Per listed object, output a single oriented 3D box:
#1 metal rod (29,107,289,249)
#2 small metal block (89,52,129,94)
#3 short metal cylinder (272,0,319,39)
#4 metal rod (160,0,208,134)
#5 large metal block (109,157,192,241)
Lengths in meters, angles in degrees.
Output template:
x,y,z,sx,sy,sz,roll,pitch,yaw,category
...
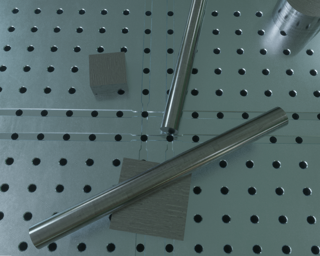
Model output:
x,y,z,sx,sy,sz,roll,pitch,yaw,category
0.008,0.049,0.340,0.302,0.025,0.025,-25,72,-9,metal rod
-0.072,-0.078,0.440,0.050,0.025,0.050,-6,70,-2,small metal block
0.218,-0.184,0.467,0.081,0.050,0.080,0,70,0,short metal cylinder
0.046,-0.133,0.460,0.025,0.025,0.299,12,70,4,metal rod
-0.009,0.085,0.367,0.080,0.050,0.080,8,70,3,large metal block
